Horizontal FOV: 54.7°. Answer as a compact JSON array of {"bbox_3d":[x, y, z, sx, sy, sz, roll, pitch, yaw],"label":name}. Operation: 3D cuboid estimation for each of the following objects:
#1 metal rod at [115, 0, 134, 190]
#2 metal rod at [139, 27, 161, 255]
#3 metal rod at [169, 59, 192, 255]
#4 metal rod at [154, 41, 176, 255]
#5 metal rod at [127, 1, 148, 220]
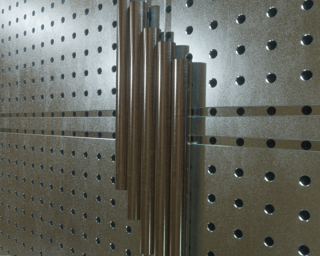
[{"bbox_3d":[-0.051,-0.061,0.449,0.025,0.025,0.298,1,91,39],"label":"metal rod"},{"bbox_3d":[-0.013,0.018,0.417,0.025,0.025,0.298,1,91,39],"label":"metal rod"},{"bbox_3d":[0.025,0.066,0.386,0.025,0.025,0.298,1,91,39],"label":"metal rod"},{"bbox_3d":[0.006,0.040,0.402,0.025,0.025,0.298,1,91,39],"label":"metal rod"},{"bbox_3d":[-0.032,-0.023,0.432,0.025,0.025,0.298,1,91,39],"label":"metal rod"}]
